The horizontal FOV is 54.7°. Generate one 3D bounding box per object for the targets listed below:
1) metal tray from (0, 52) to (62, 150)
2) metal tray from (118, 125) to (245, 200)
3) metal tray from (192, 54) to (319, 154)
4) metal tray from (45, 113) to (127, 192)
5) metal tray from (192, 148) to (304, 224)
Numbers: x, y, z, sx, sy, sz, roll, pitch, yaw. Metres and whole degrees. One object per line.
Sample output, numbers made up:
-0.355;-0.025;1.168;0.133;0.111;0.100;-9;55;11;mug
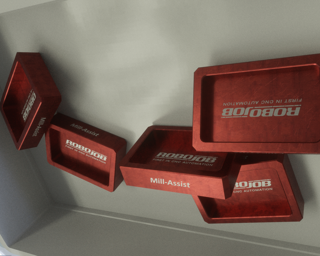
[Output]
-0.198;-0.038;0.463;0.129;0.030;0.090;-47;66;39;metal tray
0.028;0.035;0.371;0.130;0.090;0.030;3;124;27;metal tray
0.099;-0.020;0.310;0.130;0.030;0.090;-1;83;28;metal tray
-0.120;0.039;0.492;0.130;0.030;0.089;21;126;15;metal tray
0.104;0.078;0.398;0.130;0.030;0.090;-13;112;33;metal tray
